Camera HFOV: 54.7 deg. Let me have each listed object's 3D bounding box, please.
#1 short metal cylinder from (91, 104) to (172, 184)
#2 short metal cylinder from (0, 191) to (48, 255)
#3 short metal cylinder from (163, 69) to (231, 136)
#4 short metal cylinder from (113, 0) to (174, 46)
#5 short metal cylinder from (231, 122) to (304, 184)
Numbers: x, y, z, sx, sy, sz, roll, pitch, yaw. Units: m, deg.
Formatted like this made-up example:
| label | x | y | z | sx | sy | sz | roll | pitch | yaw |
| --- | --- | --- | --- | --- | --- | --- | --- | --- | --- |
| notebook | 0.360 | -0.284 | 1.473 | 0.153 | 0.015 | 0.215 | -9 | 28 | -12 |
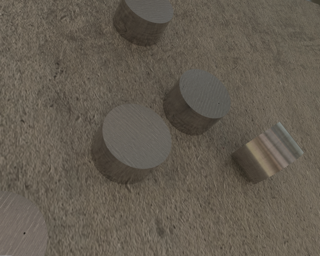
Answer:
| label | x | y | z | sx | sy | sz | roll | pitch | yaw |
| --- | --- | --- | --- | --- | --- | --- | --- | --- | --- |
| short metal cylinder | -0.034 | 0.019 | 0.358 | 0.081 | 0.050 | 0.080 | 14 | 56 | -21 |
| short metal cylinder | -0.138 | 0.098 | 0.254 | 0.081 | 0.050 | 0.080 | 14 | 56 | -21 |
| short metal cylinder | 0.051 | -0.036 | 0.437 | 0.081 | 0.050 | 0.080 | 14 | 56 | -21 |
| short metal cylinder | -0.026 | -0.174 | 0.480 | 0.081 | 0.050 | 0.080 | 14 | 56 | -21 |
| short metal cylinder | 0.146 | 0.034 | 0.426 | 0.081 | 0.080 | 0.050 | -25 | 76 | -37 |
